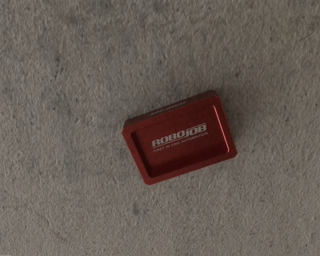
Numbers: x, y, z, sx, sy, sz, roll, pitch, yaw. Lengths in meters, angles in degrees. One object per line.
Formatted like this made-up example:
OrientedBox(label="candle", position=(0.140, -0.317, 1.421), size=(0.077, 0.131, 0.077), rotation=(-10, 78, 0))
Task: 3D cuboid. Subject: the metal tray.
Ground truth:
OrientedBox(label="metal tray", position=(0.026, 0.014, 0.412), size=(0.130, 0.030, 0.090), rotation=(-19, 109, 7))
